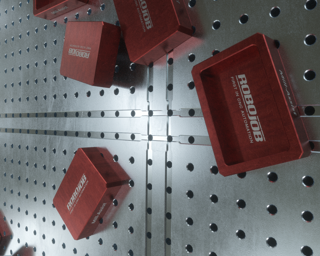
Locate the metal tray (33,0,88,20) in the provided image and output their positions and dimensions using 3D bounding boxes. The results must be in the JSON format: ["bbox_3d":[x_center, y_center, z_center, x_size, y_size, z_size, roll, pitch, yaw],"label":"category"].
[{"bbox_3d":[-0.182,-0.256,0.557,0.130,0.030,0.090,-1,89,40],"label":"metal tray"}]

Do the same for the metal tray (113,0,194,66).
[{"bbox_3d":[-0.015,-0.163,0.420,0.090,0.030,0.130,-26,74,37],"label":"metal tray"}]

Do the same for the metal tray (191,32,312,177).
[{"bbox_3d":[0.092,-0.022,0.330,0.090,0.030,0.129,-23,76,38],"label":"metal tray"}]

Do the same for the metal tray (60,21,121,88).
[{"bbox_3d":[-0.113,-0.118,0.486,0.130,0.030,0.089,23,105,48],"label":"metal tray"}]

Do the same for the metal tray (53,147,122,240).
[{"bbox_3d":[-0.124,0.107,0.510,0.090,0.030,0.129,46,117,30],"label":"metal tray"}]
